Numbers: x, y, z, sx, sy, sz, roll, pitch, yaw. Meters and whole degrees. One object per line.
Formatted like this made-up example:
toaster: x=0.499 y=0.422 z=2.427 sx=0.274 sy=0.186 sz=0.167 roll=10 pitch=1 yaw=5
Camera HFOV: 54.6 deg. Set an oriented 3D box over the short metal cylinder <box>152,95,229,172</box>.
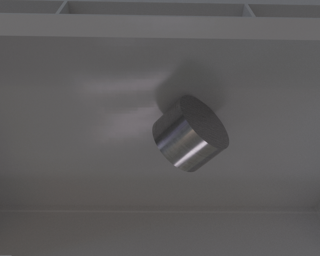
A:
short metal cylinder: x=0.038 y=0.007 z=0.379 sx=0.080 sy=0.080 sz=0.050 roll=32 pitch=123 yaw=-24
